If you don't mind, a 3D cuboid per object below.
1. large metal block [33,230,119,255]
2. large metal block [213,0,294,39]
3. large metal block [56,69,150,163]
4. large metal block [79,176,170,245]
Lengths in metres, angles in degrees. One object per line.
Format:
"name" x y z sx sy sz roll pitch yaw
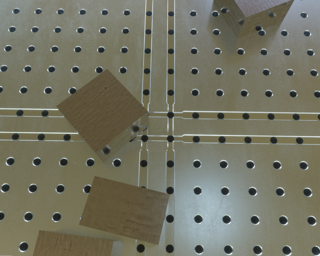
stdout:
"large metal block" -0.095 0.160 0.340 0.080 0.050 0.080 7 70 3
"large metal block" 0.139 -0.194 0.470 0.080 0.050 0.080 -23 72 -8
"large metal block" -0.071 -0.015 0.404 0.080 0.050 0.080 -40 75 -13
"large metal block" -0.035 0.095 0.348 0.080 0.080 0.050 13 71 5
